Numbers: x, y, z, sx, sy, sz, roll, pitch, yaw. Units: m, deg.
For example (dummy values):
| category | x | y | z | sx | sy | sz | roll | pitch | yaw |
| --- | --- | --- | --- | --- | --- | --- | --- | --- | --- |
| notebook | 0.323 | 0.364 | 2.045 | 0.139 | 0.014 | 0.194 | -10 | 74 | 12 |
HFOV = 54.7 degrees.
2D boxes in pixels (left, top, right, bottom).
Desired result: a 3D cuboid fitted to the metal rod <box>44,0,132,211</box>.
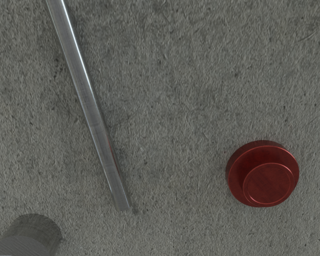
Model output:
| category | x | y | z | sx | sy | sz | roll | pitch | yaw |
| --- | --- | --- | --- | --- | --- | --- | --- | --- | --- |
| metal rod | -0.088 | -0.022 | 0.400 | 0.025 | 0.025 | 0.298 | -13 | 110 | 4 |

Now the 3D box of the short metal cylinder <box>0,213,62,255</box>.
| category | x | y | z | sx | sy | sz | roll | pitch | yaw |
| --- | --- | --- | --- | --- | --- | --- | --- | --- | --- |
| short metal cylinder | -0.194 | 0.175 | 0.459 | 0.081 | 0.050 | 0.079 | 0 | 110 | 0 |

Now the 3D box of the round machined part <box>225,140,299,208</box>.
| category | x | y | z | sx | sy | sz | roll | pitch | yaw |
| --- | --- | --- | --- | --- | --- | --- | --- | --- | --- |
| round machined part | 0.144 | 0.069 | 0.428 | 0.099 | 0.042 | 0.097 | 0 | 110 | 0 |
